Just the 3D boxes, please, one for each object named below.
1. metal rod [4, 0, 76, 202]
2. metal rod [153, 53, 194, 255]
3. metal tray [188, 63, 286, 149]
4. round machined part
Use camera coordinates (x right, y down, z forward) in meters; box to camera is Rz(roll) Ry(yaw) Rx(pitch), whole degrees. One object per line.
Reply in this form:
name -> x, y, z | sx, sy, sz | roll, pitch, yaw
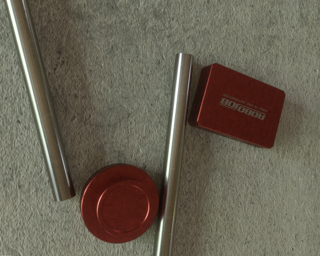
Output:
metal rod -> -0.144, -0.062, 0.355 | 0.025, 0.025, 0.298 | -14, 95, -20
metal rod -> 0.017, 0.050, 0.416 | 0.025, 0.025, 0.298 | 7, 87, -20
metal tray -> 0.114, -0.029, 0.450 | 0.131, 0.030, 0.090 | 17, 84, -20
round machined part -> -0.047, 0.095, 0.384 | 0.099, 0.042, 0.097 | 0, 90, -21
